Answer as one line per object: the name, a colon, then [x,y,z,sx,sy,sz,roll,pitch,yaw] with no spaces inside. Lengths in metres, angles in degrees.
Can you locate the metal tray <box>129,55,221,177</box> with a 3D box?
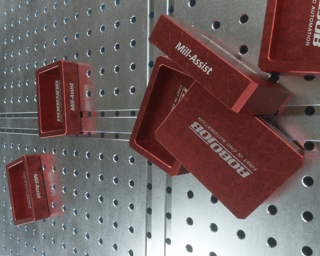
metal tray: [0.017,-0.016,0.392,0.090,0.030,0.129,31,109,35]

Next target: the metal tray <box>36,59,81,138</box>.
metal tray: [-0.185,-0.049,0.560,0.090,0.030,0.129,-7,85,40]

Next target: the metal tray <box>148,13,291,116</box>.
metal tray: [0.060,-0.065,0.318,0.130,0.091,0.030,47,118,30]

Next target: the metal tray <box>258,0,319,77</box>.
metal tray: [0.147,-0.114,0.284,0.090,0.030,0.129,11,97,39]

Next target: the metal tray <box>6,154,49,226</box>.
metal tray: [-0.273,0.127,0.633,0.090,0.030,0.129,-23,76,37]

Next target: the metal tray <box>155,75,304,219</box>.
metal tray: [0.069,0.017,0.325,0.130,0.030,0.090,44,112,15]
